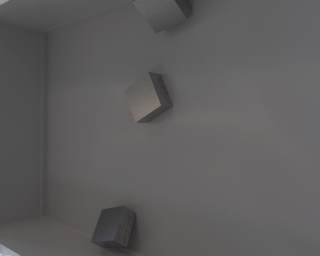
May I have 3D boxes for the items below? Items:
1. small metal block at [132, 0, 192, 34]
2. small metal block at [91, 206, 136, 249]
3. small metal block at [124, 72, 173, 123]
[{"bbox_3d":[0.003,-0.153,0.385,0.050,0.050,0.025,-12,44,39],"label":"small metal block"},{"bbox_3d":[-0.067,0.143,0.446,0.050,0.025,0.050,-20,41,38],"label":"small metal block"},{"bbox_3d":[-0.016,-0.040,0.420,0.050,0.025,0.050,-32,70,35],"label":"small metal block"}]
